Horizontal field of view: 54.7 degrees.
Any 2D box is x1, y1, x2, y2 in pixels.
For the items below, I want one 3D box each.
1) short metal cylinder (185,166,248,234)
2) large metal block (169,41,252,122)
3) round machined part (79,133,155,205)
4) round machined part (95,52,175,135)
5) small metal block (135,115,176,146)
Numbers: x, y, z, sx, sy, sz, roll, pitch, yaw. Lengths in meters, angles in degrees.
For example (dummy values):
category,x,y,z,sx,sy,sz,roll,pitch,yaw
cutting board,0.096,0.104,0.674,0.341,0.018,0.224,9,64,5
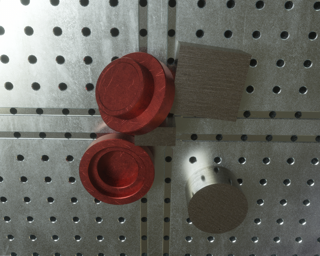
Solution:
category,x,y,z,sx,sy,sz,roll,pitch,yaw
short metal cylinder,0.078,0.100,0.438,0.081,0.050,0.079,0,110,0
large metal block,0.057,-0.058,0.379,0.081,0.050,0.079,7,110,-3
round machined part,-0.056,0.052,0.423,0.099,0.042,0.097,0,110,0
round machined part,-0.036,-0.043,0.359,0.098,0.042,0.098,-7,76,30
small metal block,-0.006,0.002,0.401,0.050,0.050,0.025,1,110,-1
